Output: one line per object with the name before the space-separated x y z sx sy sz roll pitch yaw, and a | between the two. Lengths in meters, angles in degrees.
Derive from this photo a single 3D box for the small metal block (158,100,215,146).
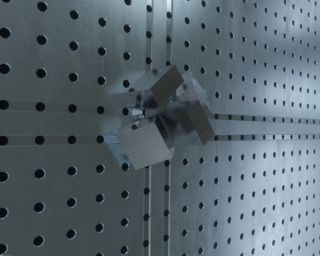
small metal block | 0.032 -0.006 0.386 0.025 0.050 0.050 -44 117 -32

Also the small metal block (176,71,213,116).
small metal block | 0.046 -0.044 0.429 0.050 0.025 0.050 50 21 -28

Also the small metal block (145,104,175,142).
small metal block | 0.007 -0.006 0.414 0.050 0.025 0.050 1 89 -41

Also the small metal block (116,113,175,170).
small metal block | -0.016 0.017 0.374 0.050 0.050 0.025 63 18 -21

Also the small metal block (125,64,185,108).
small metal block | -0.007 -0.051 0.386 0.050 0.050 0.025 -48 119 -29
